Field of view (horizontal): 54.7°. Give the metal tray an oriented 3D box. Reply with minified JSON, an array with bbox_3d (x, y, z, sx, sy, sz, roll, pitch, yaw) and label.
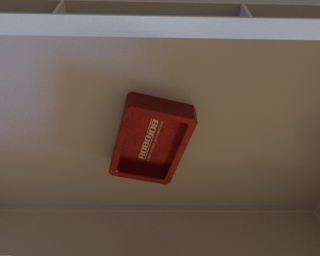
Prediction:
[{"bbox_3d":[-0.013,0.019,0.421,0.091,0.030,0.129,12,129,-11],"label":"metal tray"}]
